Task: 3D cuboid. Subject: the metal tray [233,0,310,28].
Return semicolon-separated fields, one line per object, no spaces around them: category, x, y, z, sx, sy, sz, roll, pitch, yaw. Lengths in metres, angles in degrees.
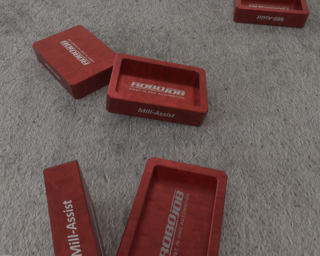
metal tray;0.211;-0.236;0.599;0.131;0.030;0.090;7;50;6

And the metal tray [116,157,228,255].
metal tray;0.016;0.097;0.317;0.090;0.030;0.130;11;51;9

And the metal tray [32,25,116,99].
metal tray;-0.129;-0.109;0.490;0.091;0.030;0.130;-33;57;-25

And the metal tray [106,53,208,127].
metal tray;-0.002;-0.054;0.429;0.131;0.030;0.090;9;50;-7

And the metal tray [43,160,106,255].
metal tray;-0.068;0.105;0.272;0.030;0.090;0.130;-16;52;-13
